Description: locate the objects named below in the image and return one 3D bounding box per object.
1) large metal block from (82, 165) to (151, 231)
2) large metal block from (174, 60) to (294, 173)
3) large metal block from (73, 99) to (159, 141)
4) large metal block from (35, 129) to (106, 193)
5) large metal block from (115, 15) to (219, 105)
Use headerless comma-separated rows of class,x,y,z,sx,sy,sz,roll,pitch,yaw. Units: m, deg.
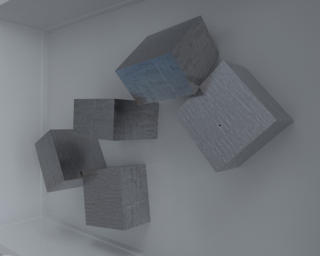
large metal block,-0.063,0.096,0.443,0.080,0.050,0.080,-8,85,39
large metal block,0.076,-0.011,0.328,0.080,0.050,0.080,-48,62,29
large metal block,-0.059,-0.012,0.420,0.080,0.081,0.050,4,93,40
large metal block,-0.137,0.049,0.485,0.050,0.081,0.080,-34,69,35
large metal block,0.010,-0.076,0.354,0.080,0.080,0.050,-8,127,40
